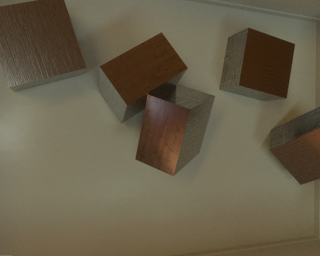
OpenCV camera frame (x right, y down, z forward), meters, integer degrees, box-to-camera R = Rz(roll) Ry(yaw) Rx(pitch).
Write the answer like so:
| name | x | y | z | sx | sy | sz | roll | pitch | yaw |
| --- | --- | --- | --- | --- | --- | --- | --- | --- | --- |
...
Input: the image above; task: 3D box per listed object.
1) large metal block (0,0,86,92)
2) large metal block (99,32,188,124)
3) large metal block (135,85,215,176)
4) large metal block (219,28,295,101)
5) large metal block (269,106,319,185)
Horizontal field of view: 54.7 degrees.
| name | x | y | z | sx | sy | sz | roll | pitch | yaw |
| --- | --- | --- | --- | --- | --- | --- | --- | --- | --- |
| large metal block | -0.137 | -0.092 | 0.346 | 0.081 | 0.050 | 0.080 | -19 | 97 | -19 |
| large metal block | -0.024 | -0.056 | 0.367 | 0.080 | 0.080 | 0.050 | -34 | 86 | -17 |
| large metal block | 0.020 | -0.001 | 0.369 | 0.080 | 0.050 | 0.079 | -29 | 135 | -58 |
| large metal block | 0.140 | -0.088 | 0.448 | 0.081 | 0.050 | 0.080 | 11 | 86 | -20 |
| large metal block | 0.221 | 0.028 | 0.455 | 0.080 | 0.080 | 0.050 | 45 | 39 | -15 |
